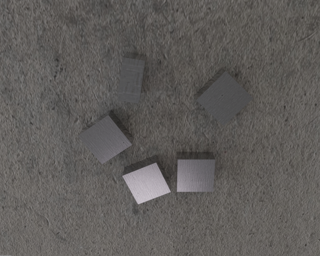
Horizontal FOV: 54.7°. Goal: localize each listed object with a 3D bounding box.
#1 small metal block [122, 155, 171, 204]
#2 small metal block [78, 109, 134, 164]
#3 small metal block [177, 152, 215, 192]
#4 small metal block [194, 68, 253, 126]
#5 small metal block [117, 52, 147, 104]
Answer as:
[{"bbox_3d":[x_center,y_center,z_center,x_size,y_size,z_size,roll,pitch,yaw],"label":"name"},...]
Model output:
[{"bbox_3d":[-0.018,0.072,0.436,0.050,0.025,0.050,-23,109,8],"label":"small metal block"},{"bbox_3d":[-0.071,0.012,0.413,0.050,0.025,0.050,-33,107,11],"label":"small metal block"},{"bbox_3d":[0.049,0.061,0.433,0.050,0.025,0.050,0,110,0],"label":"small metal block"},{"bbox_3d":[0.080,-0.040,0.396,0.050,0.025,0.050,41,105,-14],"label":"small metal block"},{"bbox_3d":[-0.033,-0.062,0.373,0.025,0.050,0.050,9,110,-3],"label":"small metal block"}]
